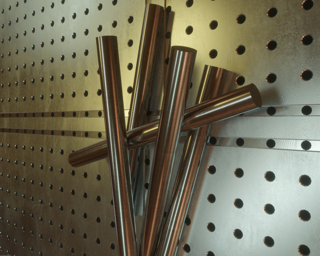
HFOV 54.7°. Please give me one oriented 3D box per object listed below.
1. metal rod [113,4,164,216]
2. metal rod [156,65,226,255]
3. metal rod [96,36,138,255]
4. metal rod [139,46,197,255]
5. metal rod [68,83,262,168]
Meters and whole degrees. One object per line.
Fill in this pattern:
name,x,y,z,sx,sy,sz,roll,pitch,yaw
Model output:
metal rod,-0.031,-0.016,0.432,0.025,0.025,0.298,16,100,38
metal rod,0.030,0.072,0.383,0.025,0.025,0.298,22,104,37
metal rod,-0.051,0.040,0.386,0.025,0.025,0.298,2,100,39
metal rod,0.001,0.056,0.360,0.025,0.025,0.298,30,123,35
metal rod,-0.019,0.009,0.389,0.299,0.025,0.025,-20,78,38
